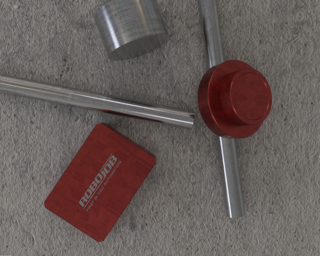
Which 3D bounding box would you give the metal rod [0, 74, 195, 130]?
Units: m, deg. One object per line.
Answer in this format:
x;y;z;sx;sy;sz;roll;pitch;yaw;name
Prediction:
-0.105;-0.039;0.409;0.302;0.025;0.025;11;90;0;metal rod

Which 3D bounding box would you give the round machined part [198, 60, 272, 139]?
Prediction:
0.098;-0.036;0.381;0.099;0.042;0.097;2;85;-30;round machined part

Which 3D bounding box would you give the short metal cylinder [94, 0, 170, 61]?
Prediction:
-0.034;-0.122;0.382;0.080;0.080;0.050;-19;90;0;short metal cylinder

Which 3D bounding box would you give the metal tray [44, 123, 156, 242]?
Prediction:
-0.076;0.069;0.407;0.090;0.030;0.130;34;90;0;metal tray

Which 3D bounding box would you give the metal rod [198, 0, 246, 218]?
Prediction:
0.081;-0.033;0.410;0.025;0.025;0.298;-8;90;0;metal rod
